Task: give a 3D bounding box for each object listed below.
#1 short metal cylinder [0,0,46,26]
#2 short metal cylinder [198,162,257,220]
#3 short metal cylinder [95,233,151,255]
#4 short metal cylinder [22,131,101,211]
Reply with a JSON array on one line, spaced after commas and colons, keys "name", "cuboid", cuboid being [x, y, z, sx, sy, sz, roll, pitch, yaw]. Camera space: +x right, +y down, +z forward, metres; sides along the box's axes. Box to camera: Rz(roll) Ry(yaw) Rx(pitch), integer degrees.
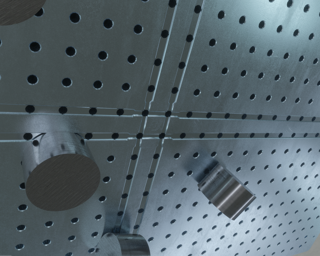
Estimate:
[{"name": "short metal cylinder", "cuboid": [-0.132, -0.127, 0.244, 0.081, 0.050, 0.079, -14, 124, -21]}, {"name": "short metal cylinder", "cuboid": [0.107, 0.101, 0.499, 0.050, 0.080, 0.080, -48, 129, 5]}, {"name": "short metal cylinder", "cuboid": [-0.058, 0.202, 0.471, 0.050, 0.080, 0.080, 17, 109, -35]}, {"name": "short metal cylinder", "cuboid": [-0.116, 0.050, 0.363, 0.081, 0.050, 0.079, -14, 125, -21]}]
